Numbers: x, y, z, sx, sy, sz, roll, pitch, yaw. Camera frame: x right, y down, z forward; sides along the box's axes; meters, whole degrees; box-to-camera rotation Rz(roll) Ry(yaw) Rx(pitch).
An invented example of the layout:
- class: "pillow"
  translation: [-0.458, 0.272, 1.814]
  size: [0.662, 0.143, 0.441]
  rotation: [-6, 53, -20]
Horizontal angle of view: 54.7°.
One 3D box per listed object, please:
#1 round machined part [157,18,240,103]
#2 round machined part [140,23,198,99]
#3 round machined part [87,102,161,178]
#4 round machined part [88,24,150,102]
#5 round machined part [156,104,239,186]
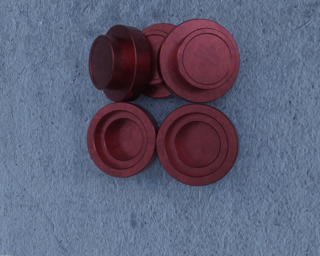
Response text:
- class: "round machined part"
  translation: [0.048, -0.078, 0.360]
  size: [0.099, 0.042, 0.097]
  rotation: [-1, 96, -12]
- class: "round machined part"
  translation: [-0.002, -0.087, 0.400]
  size: [0.098, 0.042, 0.097]
  rotation: [0, 90, 19]
- class: "round machined part"
  translation: [-0.045, 0.015, 0.416]
  size: [0.098, 0.042, 0.097]
  rotation: [0, 90, 19]
- class: "round machined part"
  translation: [-0.058, -0.082, 0.395]
  size: [0.098, 0.042, 0.097]
  rotation: [7, 99, 52]
- class: "round machined part"
  translation: [0.048, 0.020, 0.383]
  size: [0.098, 0.042, 0.097]
  rotation: [0, 90, 19]
